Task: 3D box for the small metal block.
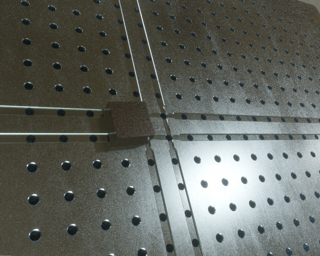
[{"bbox_3d":[-0.040,-0.006,0.391,0.050,0.025,0.050,-4,64,-30],"label":"small metal block"}]
